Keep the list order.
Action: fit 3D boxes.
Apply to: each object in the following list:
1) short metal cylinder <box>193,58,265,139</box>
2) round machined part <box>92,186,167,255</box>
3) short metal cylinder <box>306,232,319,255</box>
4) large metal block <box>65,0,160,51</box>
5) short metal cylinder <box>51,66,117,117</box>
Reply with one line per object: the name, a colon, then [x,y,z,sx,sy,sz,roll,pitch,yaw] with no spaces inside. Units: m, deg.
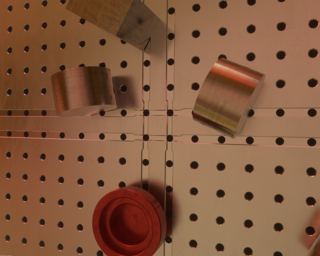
short metal cylinder: [0.079,-0.034,0.355,0.050,0.080,0.080,27,99,18]
round machined part: [-0.037,0.127,0.417,0.098,0.042,0.097,0,90,20]
short metal cylinder: [0.197,0.140,0.314,0.080,0.080,0.050,28,99,18]
large metal block: [-0.058,-0.149,0.404,0.080,0.080,0.050,32,101,17]
short metal cylinder: [-0.102,-0.047,0.419,0.080,0.080,0.050,-11,87,19]
